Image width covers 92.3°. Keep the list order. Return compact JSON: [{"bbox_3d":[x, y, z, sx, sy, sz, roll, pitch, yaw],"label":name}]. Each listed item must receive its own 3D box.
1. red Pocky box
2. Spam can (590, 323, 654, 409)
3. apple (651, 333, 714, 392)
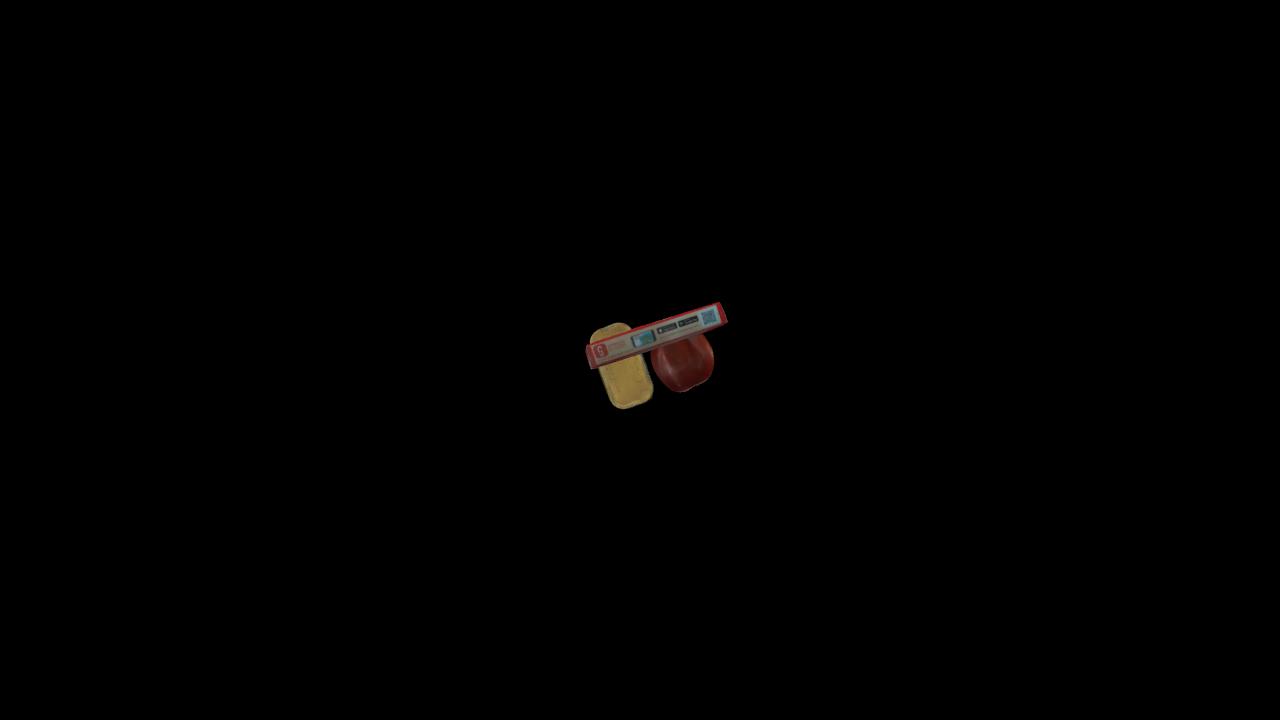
[{"bbox_3d":[0.014,-0.026,0.689,0.155,0.028,0.083,-18,-1,-6],"label":"red Pocky box"},{"bbox_3d":[-0.021,0.008,0.735,0.058,0.101,0.085,-21,-2,-2],"label":"Spam can"},{"bbox_3d":[0.052,-0.006,0.764,0.079,0.093,0.079,-23,16,7],"label":"apple"}]
